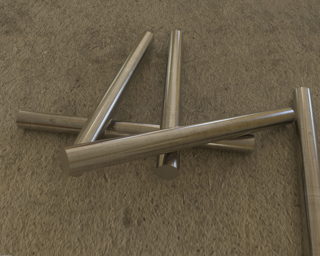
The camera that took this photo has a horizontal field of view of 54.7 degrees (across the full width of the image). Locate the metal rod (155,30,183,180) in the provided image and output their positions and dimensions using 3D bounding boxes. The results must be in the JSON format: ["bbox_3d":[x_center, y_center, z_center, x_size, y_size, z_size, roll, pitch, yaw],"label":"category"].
[{"bbox_3d":[0.018,-0.056,0.427,0.025,0.025,0.300,3,43,2],"label":"metal rod"}]

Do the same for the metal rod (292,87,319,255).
[{"bbox_3d":[0.171,0.063,0.351,0.025,0.025,0.300,10,51,8],"label":"metal rod"}]

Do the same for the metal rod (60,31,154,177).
[{"bbox_3d":[-0.056,-0.056,0.425,0.025,0.025,0.301,10,43,9],"label":"metal rod"}]

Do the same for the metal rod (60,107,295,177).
[{"bbox_3d":[0.046,0.006,0.338,0.303,0.025,0.025,-10,48,-33],"label":"metal rod"}]

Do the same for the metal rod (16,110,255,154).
[{"bbox_3d":[-0.034,0.004,0.399,0.302,0.025,0.025,6,50,5],"label":"metal rod"}]
